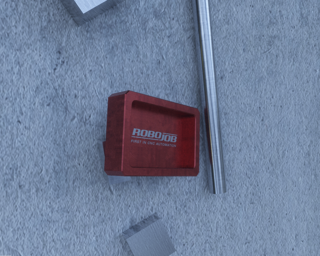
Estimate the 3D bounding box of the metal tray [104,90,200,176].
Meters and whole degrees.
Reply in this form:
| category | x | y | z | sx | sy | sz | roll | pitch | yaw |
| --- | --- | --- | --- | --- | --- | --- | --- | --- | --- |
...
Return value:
| category | x | y | z | sx | sy | sz | roll | pitch | yaw |
| --- | --- | --- | --- | --- | --- | --- | --- | --- | --- |
| metal tray | -0.003 | 0.012 | 0.372 | 0.131 | 0.030 | 0.090 | 10 | 79 | -46 |

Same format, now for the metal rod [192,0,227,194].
| category | x | y | z | sx | sy | sz | roll | pitch | yaw |
| --- | --- | --- | --- | --- | --- | --- | --- | --- | --- |
| metal rod | 0.068 | -0.058 | 0.435 | 0.025 | 0.025 | 0.298 | -6 | 92 | -20 |

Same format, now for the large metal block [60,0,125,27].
| category | x | y | z | sx | sy | sz | roll | pitch | yaw |
| --- | --- | --- | --- | --- | --- | --- | --- | --- | --- |
| large metal block | -0.084 | -0.181 | 0.365 | 0.080 | 0.050 | 0.080 | -38 | 103 | -16 |

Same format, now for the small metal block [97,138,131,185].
| category | x | y | z | sx | sy | sz | roll | pitch | yaw |
| --- | --- | --- | --- | --- | --- | --- | --- | --- | --- |
| small metal block | -0.057 | 0.037 | 0.375 | 0.025 | 0.050 | 0.050 | -10 | 94 | -18 |

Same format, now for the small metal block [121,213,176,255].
| category | x | y | z | sx | sy | sz | roll | pitch | yaw |
| --- | --- | --- | --- | --- | --- | --- | --- | --- | --- |
| small metal block | -0.015 | 0.149 | 0.405 | 0.050 | 0.025 | 0.050 | -27 | 99 | -18 |
